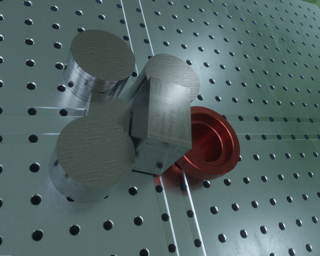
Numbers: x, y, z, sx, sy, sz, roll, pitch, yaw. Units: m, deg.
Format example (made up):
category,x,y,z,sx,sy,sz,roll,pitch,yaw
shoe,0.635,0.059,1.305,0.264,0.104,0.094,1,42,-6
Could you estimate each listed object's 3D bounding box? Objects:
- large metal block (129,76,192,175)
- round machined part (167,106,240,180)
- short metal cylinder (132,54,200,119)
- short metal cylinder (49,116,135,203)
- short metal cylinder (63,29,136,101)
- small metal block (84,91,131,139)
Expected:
category,x,y,z,sx,sy,sz,roll,pitch,yaw
large metal block,-0.005,0.000,0.366,0.050,0.080,0.080,15,56,-20
round machined part,0.053,0.023,0.411,0.099,0.042,0.098,14,56,-21
short metal cylinder,0.008,-0.055,0.429,0.081,0.050,0.080,14,56,-21
short metal cylinder,-0.073,0.034,0.332,0.081,0.050,0.080,14,56,-21
short metal cylinder,-0.078,-0.078,0.397,0.081,0.050,0.080,14,56,-21
small metal block,-0.065,-0.012,0.380,0.050,0.025,0.050,14,56,-21
